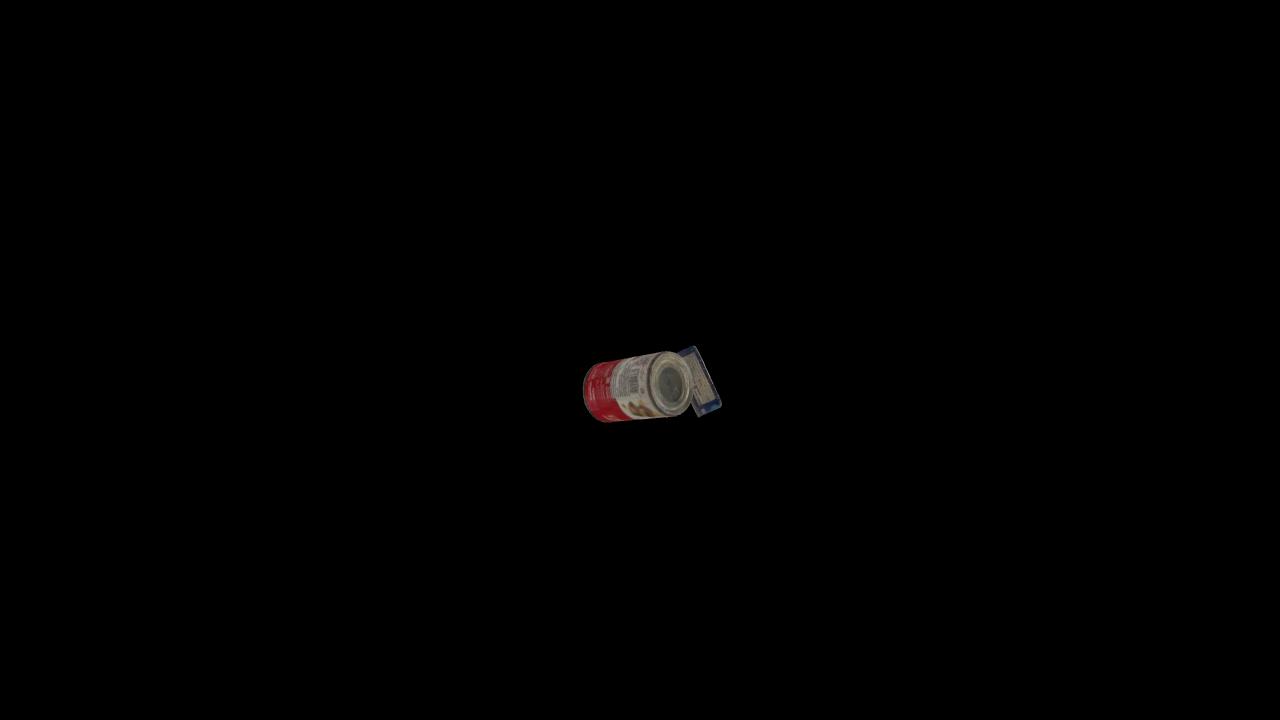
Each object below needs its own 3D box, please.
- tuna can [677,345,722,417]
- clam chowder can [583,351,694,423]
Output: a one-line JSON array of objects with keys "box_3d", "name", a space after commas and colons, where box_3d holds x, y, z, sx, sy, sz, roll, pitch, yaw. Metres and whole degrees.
[{"box_3d": [0.069, 0.025, 0.748, 0.034, 0.084, 0.084, -24, -2, 4], "name": "tuna can"}, {"box_3d": [-0.002, 0.029, 0.645, 0.068, 0.068, 0.102, 0, -8, -44], "name": "clam chowder can"}]
